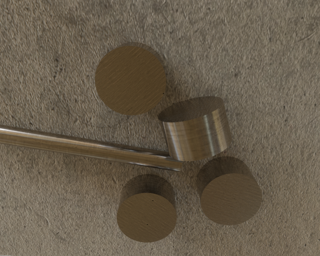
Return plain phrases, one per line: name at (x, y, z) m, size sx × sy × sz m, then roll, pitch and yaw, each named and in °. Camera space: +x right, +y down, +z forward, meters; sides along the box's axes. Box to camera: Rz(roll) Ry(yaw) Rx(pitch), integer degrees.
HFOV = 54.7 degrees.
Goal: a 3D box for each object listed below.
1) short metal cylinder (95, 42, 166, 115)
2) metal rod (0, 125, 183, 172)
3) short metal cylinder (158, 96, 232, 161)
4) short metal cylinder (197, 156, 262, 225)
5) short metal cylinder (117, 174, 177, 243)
short metal cylinder at (-0.033, -0.061, 0.374) m, size 0.081 × 0.050 × 0.079 m, roll 0°, pitch 110°, yaw 0°
metal rod at (-0.119, 0.023, 0.417) m, size 0.302 × 0.025 × 0.025 m, roll 10°, pitch 110°, yaw -4°
short metal cylinder at (0.043, -0.001, 0.381) m, size 0.080 × 0.080 × 0.050 m, roll -15°, pitch 110°, yaw 5°
short metal cylinder at (0.094, 0.086, 0.429) m, size 0.081 × 0.050 × 0.079 m, roll 0°, pitch 110°, yaw 0°
short metal cylinder at (-0.018, 0.113, 0.438) m, size 0.081 × 0.050 × 0.079 m, roll 0°, pitch 110°, yaw 0°
